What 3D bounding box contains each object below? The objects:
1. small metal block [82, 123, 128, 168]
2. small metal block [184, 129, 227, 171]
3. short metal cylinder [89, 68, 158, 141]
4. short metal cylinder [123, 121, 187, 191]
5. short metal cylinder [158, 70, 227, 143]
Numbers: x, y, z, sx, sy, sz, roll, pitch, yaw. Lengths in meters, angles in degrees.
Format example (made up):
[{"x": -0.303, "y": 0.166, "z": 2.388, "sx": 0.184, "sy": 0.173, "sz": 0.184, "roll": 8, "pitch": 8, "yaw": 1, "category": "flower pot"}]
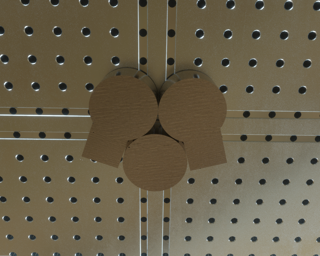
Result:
[{"x": -0.071, "y": 0.020, "z": 0.416, "sx": 0.050, "sy": 0.025, "sz": 0.050, "roll": 20, "pitch": 109, "yaw": -7, "category": "small metal block"}, {"x": 0.059, "y": 0.025, "z": 0.420, "sx": 0.050, "sy": 0.025, "sz": 0.050, "roll": -13, "pitch": 110, "yaw": 4, "category": "small metal block"}, {"x": -0.043, "y": -0.031, "z": 0.384, "sx": 0.081, "sy": 0.050, "sz": 0.079, "roll": 0, "pitch": 110, "yaw": 0, "category": "short metal cylinder"}, {"x": -0.006, "y": 0.036, "z": 0.409, "sx": 0.081, "sy": 0.050, "sz": 0.079, "roll": 0, "pitch": 110, "yaw": 0, "category": "short metal cylinder"}, {"x": 0.038, "y": -0.028, "z": 0.386, "sx": 0.081, "sy": 0.050, "sz": 0.079, "roll": 0, "pitch": 110, "yaw": 0, "category": "short metal cylinder"}]
